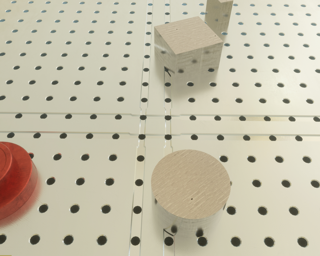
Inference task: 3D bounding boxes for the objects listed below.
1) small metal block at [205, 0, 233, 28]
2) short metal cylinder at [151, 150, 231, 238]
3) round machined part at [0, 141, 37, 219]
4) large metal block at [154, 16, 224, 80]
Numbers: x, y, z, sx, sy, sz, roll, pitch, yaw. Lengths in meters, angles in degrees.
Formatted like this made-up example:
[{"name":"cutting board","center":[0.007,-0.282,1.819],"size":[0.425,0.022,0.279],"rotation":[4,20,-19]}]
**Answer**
[{"name":"small metal block","center":[0.110,-0.226,0.583],"size":[0.025,0.050,0.050],"rotation":[-16,52,-13]},{"name":"short metal cylinder","center":[0.031,0.070,0.333],"size":[0.081,0.050,0.080],"rotation":[0,50,0]},{"name":"round machined part","center":[-0.196,0.053,0.349],"size":[0.099,0.042,0.098],"rotation":[0,50,0]},{"name":"large metal block","center":[0.044,-0.131,0.502],"size":[0.081,0.050,0.080],"rotation":[-18,53,-15]}]
